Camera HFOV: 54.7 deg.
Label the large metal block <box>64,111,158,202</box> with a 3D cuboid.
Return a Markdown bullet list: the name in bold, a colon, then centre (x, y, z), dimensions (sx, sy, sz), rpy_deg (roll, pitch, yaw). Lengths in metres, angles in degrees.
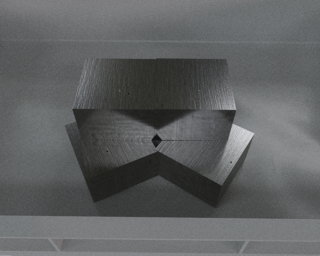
- **large metal block**: centre (-0.056, 0.027, 0.364), dimensions (0.081, 0.050, 0.080), rpy_deg (-21, 53, -17)

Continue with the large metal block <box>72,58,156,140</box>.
- **large metal block**: centre (-0.046, -0.033, 0.349), dimensions (0.080, 0.050, 0.080), rpy_deg (1, 50, 0)

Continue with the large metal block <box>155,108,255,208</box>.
- **large metal block**: centre (0.051, 0.031, 0.360), dimensions (0.080, 0.050, 0.080), rpy_deg (27, 55, 21)

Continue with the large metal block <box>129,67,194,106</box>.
- **large metal block**: centre (0.003, -0.042, 0.422), dimensions (0.080, 0.050, 0.080), rpy_deg (1, 50, 1)

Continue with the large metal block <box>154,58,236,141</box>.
- **large metal block**: centre (0.035, -0.033, 0.348), dimensions (0.080, 0.050, 0.080), rpy_deg (1, 50, 0)
